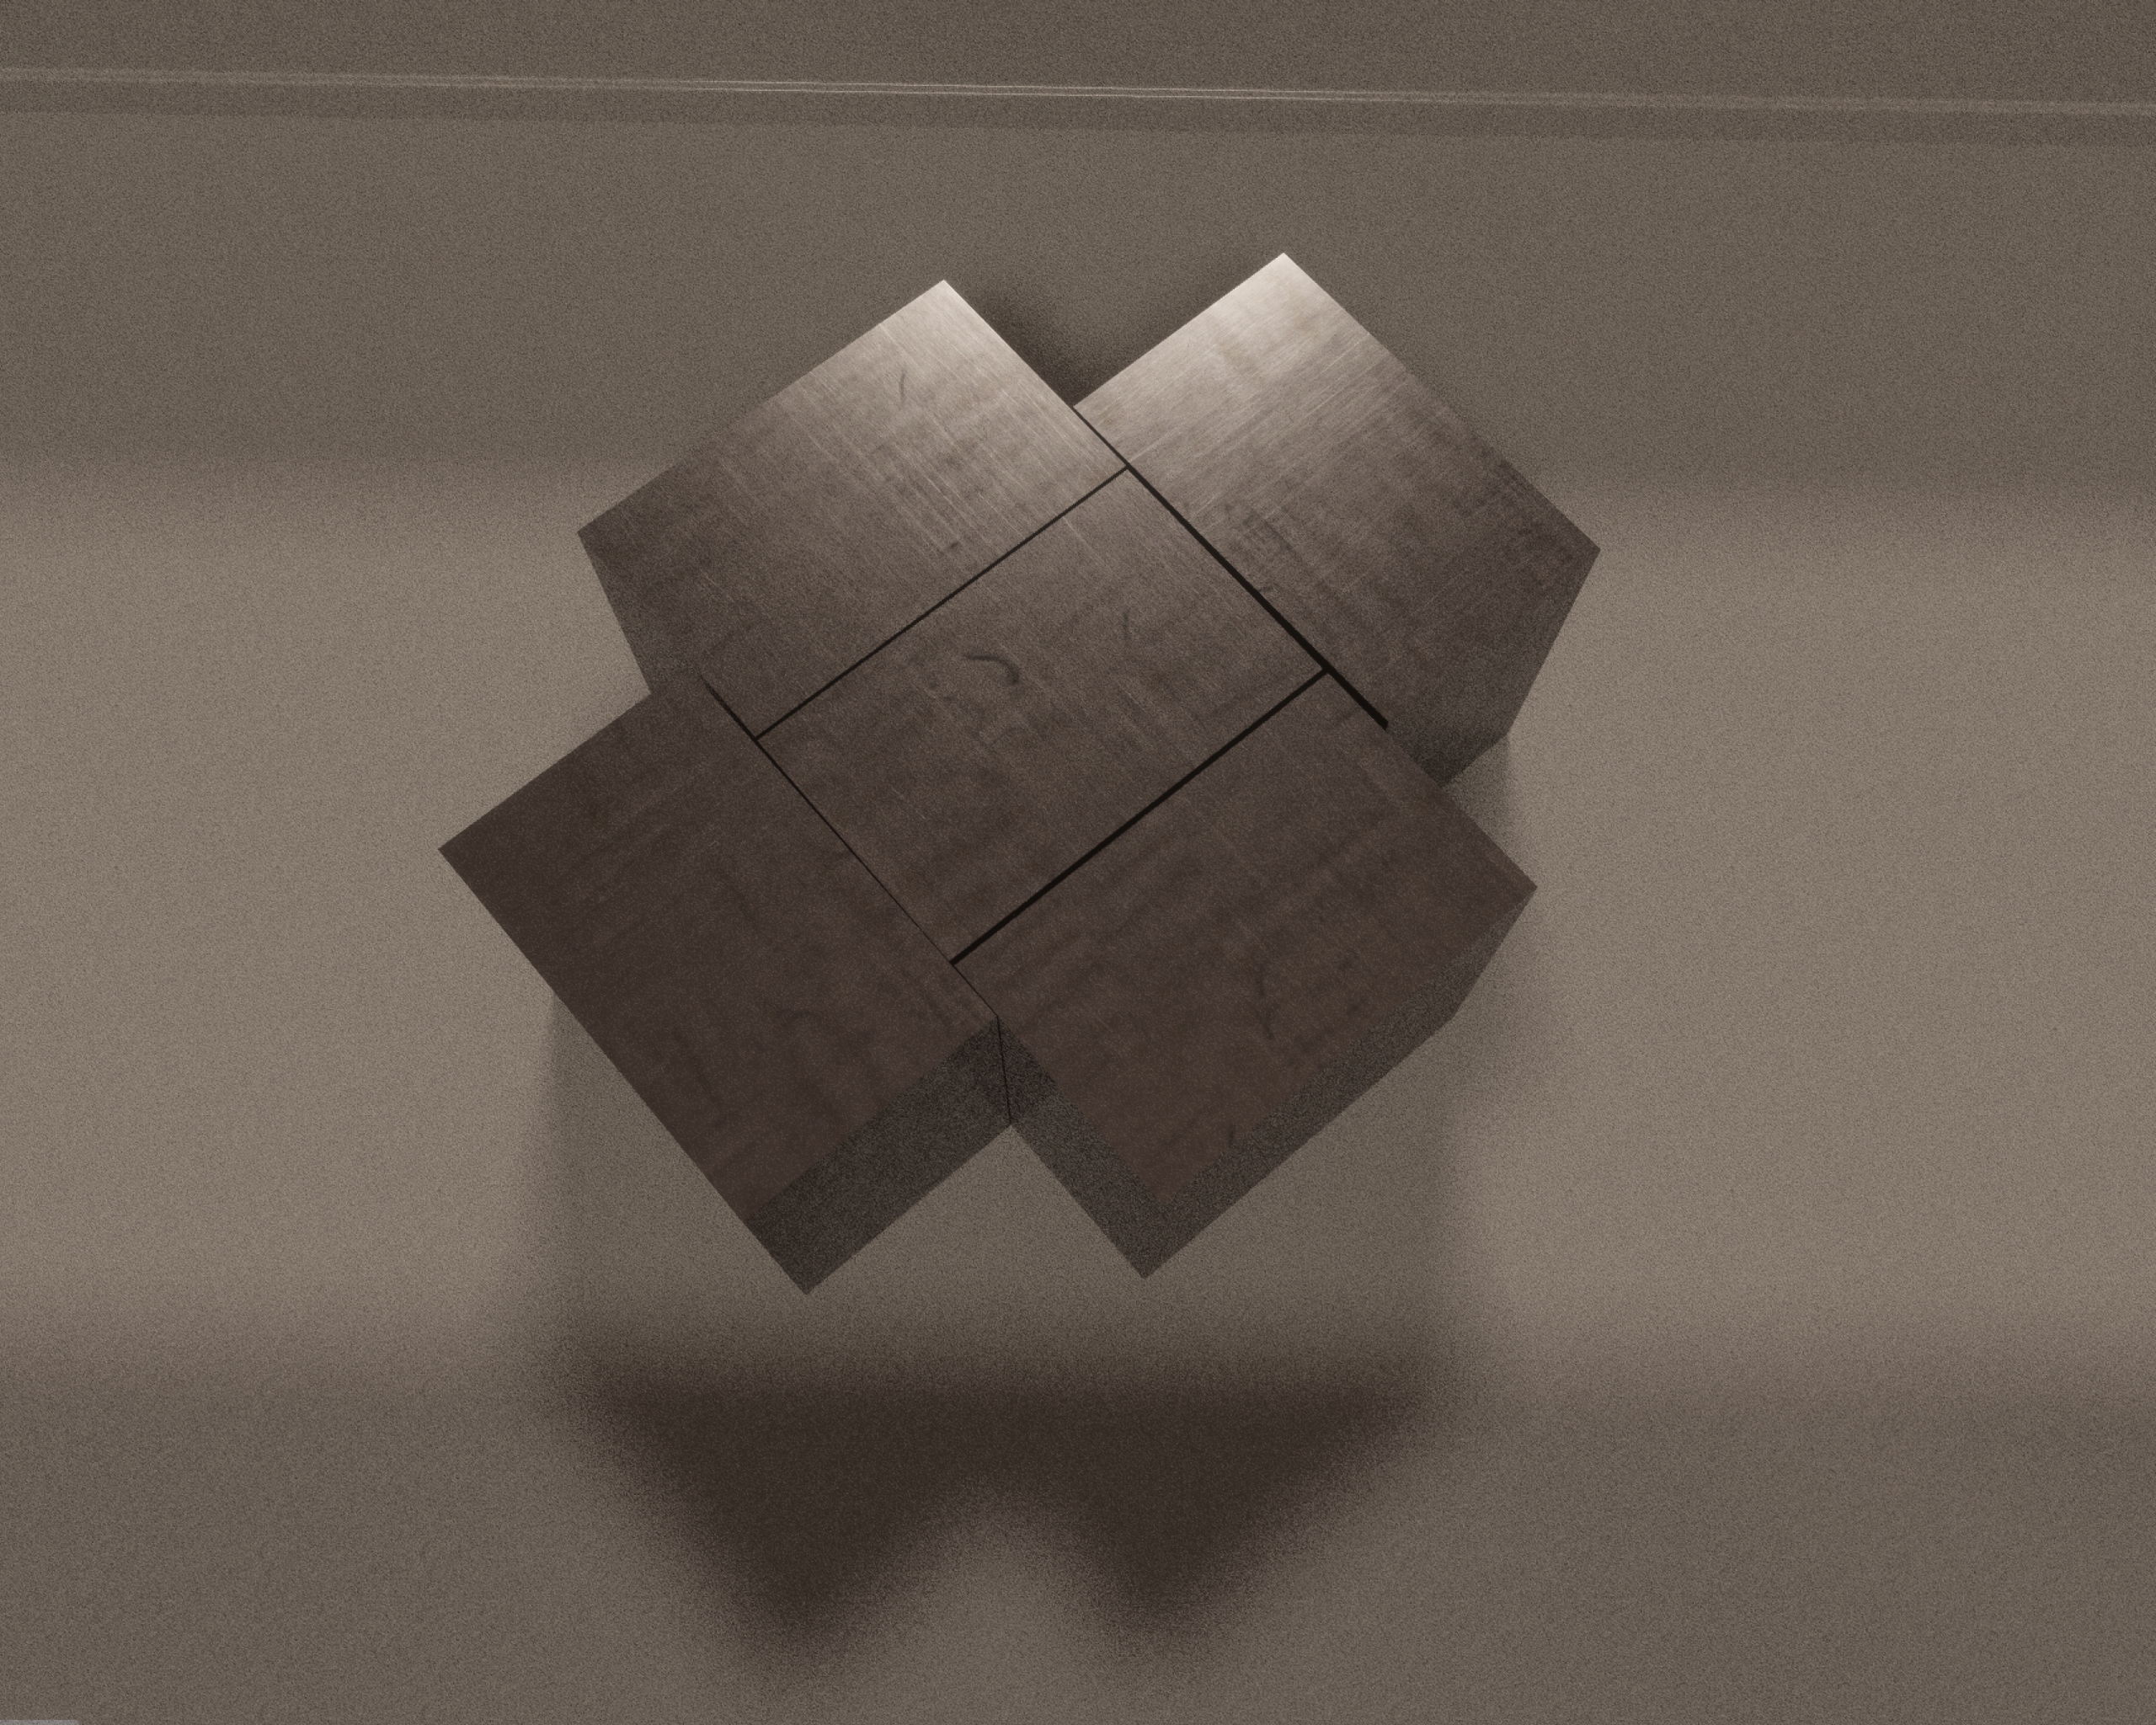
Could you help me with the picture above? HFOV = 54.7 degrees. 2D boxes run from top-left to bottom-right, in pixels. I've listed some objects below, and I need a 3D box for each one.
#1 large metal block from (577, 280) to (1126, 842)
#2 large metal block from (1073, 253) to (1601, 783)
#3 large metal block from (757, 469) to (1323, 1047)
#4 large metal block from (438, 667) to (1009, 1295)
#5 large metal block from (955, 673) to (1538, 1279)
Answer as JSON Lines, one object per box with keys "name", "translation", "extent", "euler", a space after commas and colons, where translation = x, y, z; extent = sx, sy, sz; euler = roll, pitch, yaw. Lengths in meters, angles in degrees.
{"name": "large metal block", "translation": [-0.039, -0.049, 0.397], "extent": [0.080, 0.080, 0.050], "euler": [-38, 75, -13]}
{"name": "large metal block", "translation": [0.044, -0.054, 0.400], "extent": [0.050, 0.080, 0.080], "euler": [-39, 75, -13]}
{"name": "large metal block", "translation": [-0.006, -0.013, 0.384], "extent": [0.080, 0.080, 0.050], "euler": [-38, 75, -13]}
{"name": "large metal block", "translation": [-0.058, 0.024, 0.370], "extent": [0.050, 0.080, 0.080], "euler": [-39, 75, -13]}
{"name": "large metal block", "translation": [0.027, 0.024, 0.372], "extent": [0.080, 0.080, 0.050], "euler": [-38, 75, -13]}
